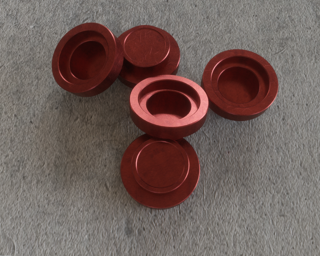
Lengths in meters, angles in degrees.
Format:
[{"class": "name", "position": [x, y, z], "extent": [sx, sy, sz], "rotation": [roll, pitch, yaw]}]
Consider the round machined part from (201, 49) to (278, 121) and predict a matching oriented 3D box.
[{"class": "round machined part", "position": [0.105, -0.054, 0.421], "extent": [0.099, 0.042, 0.098], "rotation": [0, 70, -1]}]

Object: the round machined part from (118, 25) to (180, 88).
[{"class": "round machined part", "position": [-0.020, -0.105, 0.438], "extent": [0.099, 0.042, 0.098], "rotation": [0, 70, -1]}]

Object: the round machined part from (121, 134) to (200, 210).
[{"class": "round machined part", "position": [0.000, 0.049, 0.382], "extent": [0.099, 0.042, 0.098], "rotation": [0, 70, -1]}]

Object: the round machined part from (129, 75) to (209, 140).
[{"class": "round machined part", "position": [0.011, -0.022, 0.397], "extent": [0.099, 0.042, 0.098], "rotation": [2, 47, -2]}]

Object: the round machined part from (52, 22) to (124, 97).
[{"class": "round machined part", "position": [-0.093, -0.088, 0.420], "extent": [0.098, 0.042, 0.098], "rotation": [-5, 76, 20]}]
